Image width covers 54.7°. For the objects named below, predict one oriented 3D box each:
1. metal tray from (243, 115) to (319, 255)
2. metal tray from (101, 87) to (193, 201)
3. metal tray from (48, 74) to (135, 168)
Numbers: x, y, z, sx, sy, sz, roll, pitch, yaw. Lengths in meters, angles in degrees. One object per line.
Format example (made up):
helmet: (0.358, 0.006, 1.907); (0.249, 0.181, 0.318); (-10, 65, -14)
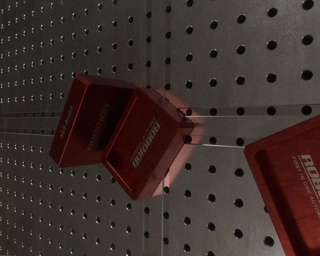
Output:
metal tray: (0.145, 0.061, 0.285); (0.090, 0.030, 0.129); (-30, 72, 35)
metal tray: (-0.023, 0.022, 0.422); (0.090, 0.030, 0.129); (44, 116, 31)
metal tray: (-0.094, -0.008, 0.442); (0.030, 0.091, 0.129); (38, 113, 33)
